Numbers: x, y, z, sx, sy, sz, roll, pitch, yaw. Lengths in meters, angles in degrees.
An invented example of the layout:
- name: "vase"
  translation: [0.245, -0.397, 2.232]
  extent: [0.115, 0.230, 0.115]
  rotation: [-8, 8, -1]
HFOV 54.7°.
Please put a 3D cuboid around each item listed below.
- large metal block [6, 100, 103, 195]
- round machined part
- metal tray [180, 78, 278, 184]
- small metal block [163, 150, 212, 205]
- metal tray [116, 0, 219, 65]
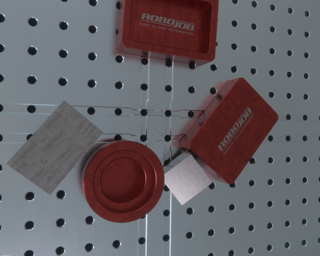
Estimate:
- name: "large metal block"
  translation: [-0.115, 0.019, 0.341]
  extent: [0.050, 0.080, 0.080]
  rotation: [42, 77, -15]
- name: "round machined part"
  translation: [-0.048, 0.064, 0.386]
  extent: [0.099, 0.042, 0.097]
  rotation: [0, 90, -20]
- name: "metal tray"
  translation: [0.102, 0.003, 0.448]
  extent: [0.090, 0.030, 0.130]
  rotation: [42, 77, -15]
- name: "small metal block"
  translation: [0.033, 0.066, 0.419]
  extent: [0.050, 0.025, 0.050]
  rotation: [-37, 103, -1]
- name: "metal tray"
  translation: [0.012, -0.139, 0.414]
  extent: [0.131, 0.030, 0.089]
  rotation: [4, 89, -20]
